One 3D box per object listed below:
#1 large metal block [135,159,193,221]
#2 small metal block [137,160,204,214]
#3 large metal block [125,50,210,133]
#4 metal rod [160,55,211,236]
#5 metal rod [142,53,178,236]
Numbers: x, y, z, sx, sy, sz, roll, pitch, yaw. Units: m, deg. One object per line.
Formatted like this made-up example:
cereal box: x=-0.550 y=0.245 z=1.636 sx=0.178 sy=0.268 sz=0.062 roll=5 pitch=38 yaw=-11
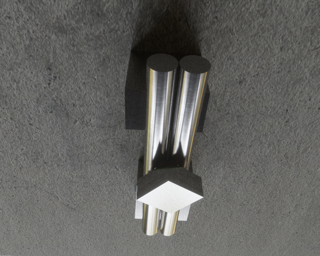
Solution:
large metal block: x=0.005 y=0.096 z=0.473 sx=0.081 sy=0.050 sz=0.079 roll=4 pitch=130 yaw=-4
small metal block: x=0.010 y=0.066 z=0.336 sx=0.050 sy=0.025 sz=0.050 roll=30 pitch=130 yaw=-30
large metal block: x=0.006 y=-0.042 z=0.338 sx=0.081 sy=0.080 sz=0.050 roll=3 pitch=130 yaw=-3
metal rod: x=0.020 y=0.050 z=0.356 sx=0.025 sy=0.025 sz=0.298 roll=2 pitch=137 yaw=-2
metal rod: x=-0.006 y=0.049 z=0.354 sx=0.025 sy=0.025 sz=0.298 roll=2 pitch=137 yaw=-2
